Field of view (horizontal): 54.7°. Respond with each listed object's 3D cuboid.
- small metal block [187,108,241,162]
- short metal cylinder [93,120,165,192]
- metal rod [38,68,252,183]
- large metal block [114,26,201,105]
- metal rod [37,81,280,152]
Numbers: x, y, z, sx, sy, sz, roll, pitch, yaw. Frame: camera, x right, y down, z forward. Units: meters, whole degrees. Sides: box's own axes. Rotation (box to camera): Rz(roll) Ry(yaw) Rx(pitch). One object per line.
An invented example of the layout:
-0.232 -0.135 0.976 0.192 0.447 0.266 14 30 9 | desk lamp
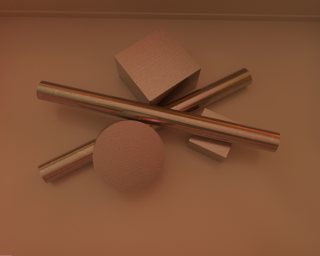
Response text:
0.070 0.010 0.404 0.050 0.025 0.050 25 72 8 | small metal block
-0.039 0.030 0.368 0.081 0.050 0.079 0 92 -12 | short metal cylinder
-0.012 -0.008 0.410 0.302 0.025 0.025 -26 72 -10 | metal rod
-0.004 -0.077 0.422 0.080 0.050 0.080 -34 74 -12 | large metal block
-0.005 -0.016 0.387 0.302 0.025 0.025 13 71 4 | metal rod
